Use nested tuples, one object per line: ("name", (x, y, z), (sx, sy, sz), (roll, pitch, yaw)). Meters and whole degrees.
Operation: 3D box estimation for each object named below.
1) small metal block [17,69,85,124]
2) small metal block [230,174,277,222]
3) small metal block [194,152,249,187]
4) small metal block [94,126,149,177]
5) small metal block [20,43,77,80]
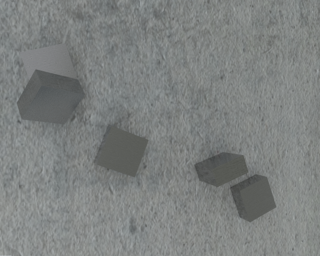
("small metal block", (-0.120, -0.032, 0.341), (0.050, 0.050, 0.025), (8, 43, -47))
("small metal block", (0.139, 0.104, 0.463), (0.050, 0.025, 0.050), (-22, 98, -19))
("small metal block", (0.084, 0.056, 0.428), (0.050, 0.050, 0.025), (-20, 97, -19))
("small metal block", (-0.049, 0.029, 0.392), (0.050, 0.025, 0.050), (22, 83, -19))
("small metal block", (-0.128, -0.067, 0.362), (0.050, 0.025, 0.050), (-19, 96, -19))
